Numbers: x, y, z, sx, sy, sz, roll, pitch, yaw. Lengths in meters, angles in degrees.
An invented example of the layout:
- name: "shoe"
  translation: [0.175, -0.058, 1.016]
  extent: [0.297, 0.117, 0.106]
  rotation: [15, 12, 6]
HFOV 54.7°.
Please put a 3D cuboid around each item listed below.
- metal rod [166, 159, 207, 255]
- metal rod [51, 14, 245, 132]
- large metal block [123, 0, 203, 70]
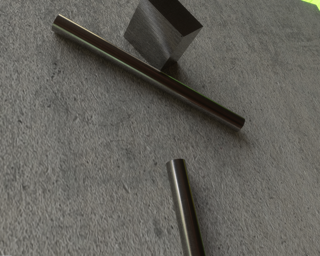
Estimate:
- name: "metal rod"
  translation: [0.046, 0.175, 0.323]
  extent: [0.025, 0.025, 0.299]
  rotation: [3, 60, -27]
- name: "metal rod"
  translation: [-0.008, -0.073, 0.445]
  extent: [0.301, 0.025, 0.025]
  rotation: [28, 52, -11]
- name: "large metal block"
  translation: [0.003, -0.143, 0.459]
  extent: [0.080, 0.080, 0.050]
  rotation: [48, 51, 4]
